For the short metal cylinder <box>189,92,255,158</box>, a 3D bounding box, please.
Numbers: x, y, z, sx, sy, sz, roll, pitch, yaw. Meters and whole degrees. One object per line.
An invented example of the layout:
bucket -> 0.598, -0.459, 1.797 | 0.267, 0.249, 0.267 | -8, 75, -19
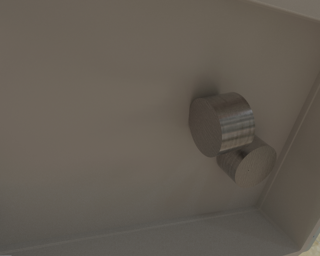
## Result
short metal cylinder -> 0.081, -0.005, 0.416 | 0.050, 0.080, 0.079 | -13, 124, -22

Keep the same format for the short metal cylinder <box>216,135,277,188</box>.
short metal cylinder -> 0.140, 0.050, 0.503 | 0.081, 0.050, 0.079 | -14, 125, -21
